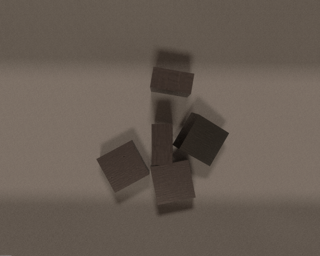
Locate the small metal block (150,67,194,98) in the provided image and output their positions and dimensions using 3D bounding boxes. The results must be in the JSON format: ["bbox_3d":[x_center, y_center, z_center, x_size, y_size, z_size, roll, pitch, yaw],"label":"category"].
[{"bbox_3d":[0.015,-0.058,0.399,0.050,0.050,0.025,9,90,-1],"label":"small metal block"}]

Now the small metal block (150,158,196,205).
[{"bbox_3d":[0.017,0.070,0.412,0.050,0.025,0.050,-11,90,-1],"label":"small metal block"}]

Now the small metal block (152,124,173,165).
[{"bbox_3d":[0.004,0.020,0.399,0.025,0.050,0.050,0,90,3],"label":"small metal block"}]

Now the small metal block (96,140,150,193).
[{"bbox_3d":[-0.048,0.050,0.411,0.050,0.025,0.050,-28,90,-1],"label":"small metal block"}]

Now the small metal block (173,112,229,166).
[{"bbox_3d":[0.053,0.014,0.405,0.050,0.025,0.050,30,89,-20],"label":"small metal block"}]
